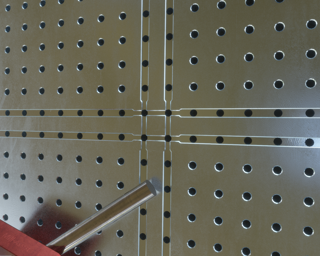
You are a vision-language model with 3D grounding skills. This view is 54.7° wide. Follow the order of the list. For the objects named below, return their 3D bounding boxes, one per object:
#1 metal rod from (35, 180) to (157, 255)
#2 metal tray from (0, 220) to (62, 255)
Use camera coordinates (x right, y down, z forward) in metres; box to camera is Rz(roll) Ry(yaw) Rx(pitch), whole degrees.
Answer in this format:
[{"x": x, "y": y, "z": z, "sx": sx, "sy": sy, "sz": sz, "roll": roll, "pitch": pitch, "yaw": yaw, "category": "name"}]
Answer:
[{"x": -0.135, "y": 0.163, "z": 0.439, "sx": 0.300, "sy": 0.025, "sz": 0.025, "roll": -34, "pitch": 79, "yaw": 9, "category": "metal rod"}, {"x": -0.200, "y": 0.191, "z": 0.454, "sx": 0.130, "sy": 0.030, "sz": 0.089, "roll": 20, "pitch": 132, "yaw": 18, "category": "metal tray"}]
